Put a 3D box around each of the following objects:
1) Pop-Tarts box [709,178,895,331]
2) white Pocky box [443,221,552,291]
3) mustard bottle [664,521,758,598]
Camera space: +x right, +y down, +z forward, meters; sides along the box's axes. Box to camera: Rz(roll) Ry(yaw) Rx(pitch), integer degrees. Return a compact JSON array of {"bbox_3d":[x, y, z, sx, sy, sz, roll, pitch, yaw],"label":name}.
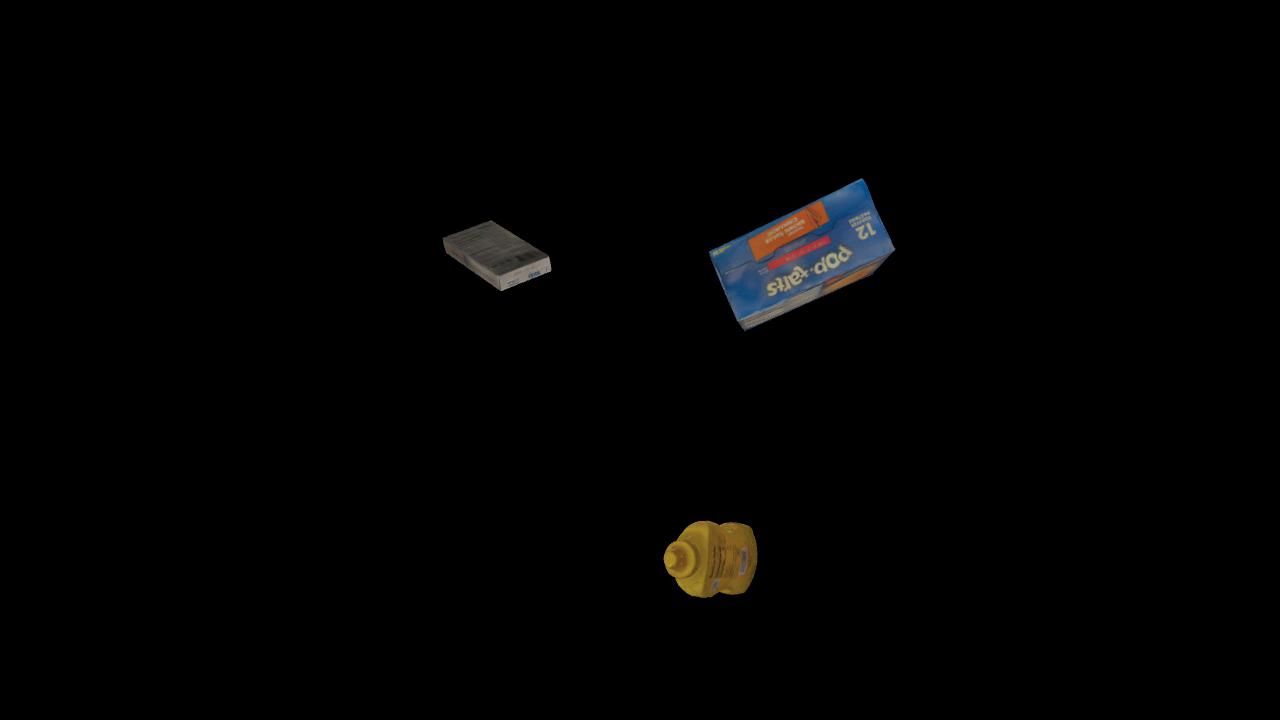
[{"bbox_3d":[0.172,-0.106,0.675,0.167,0.083,0.141,-25,-6,11],"label":"Pop-Tarts box"},{"bbox_3d":[-0.200,-0.147,0.852,0.084,0.028,0.154,-29,45,-31],"label":"white Pocky box"},{"bbox_3d":[0.084,0.244,0.755,0.054,0.092,0.184,7,-10,36],"label":"mustard bottle"}]
